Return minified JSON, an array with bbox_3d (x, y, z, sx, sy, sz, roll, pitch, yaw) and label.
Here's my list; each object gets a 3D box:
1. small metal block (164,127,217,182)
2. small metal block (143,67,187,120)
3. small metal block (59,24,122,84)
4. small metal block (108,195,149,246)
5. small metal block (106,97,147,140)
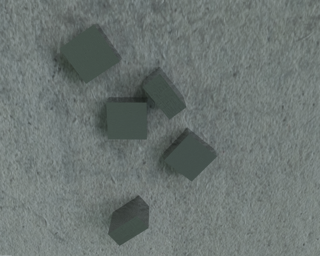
[{"bbox_3d":[0.041,0.036,0.424,0.050,0.025,0.050,38,105,-13],"label":"small metal block"},{"bbox_3d":[0.006,-0.044,0.380,0.025,0.050,0.050,-37,106,12],"label":"small metal block"},{"bbox_3d":[-0.083,-0.090,0.375,0.050,0.025,0.050,-32,108,10],"label":"small metal block"},{"bbox_3d":[-0.044,0.132,0.445,0.050,0.050,0.025,-35,107,11],"label":"small metal block"},{"bbox_3d":[-0.042,-0.013,0.405,0.050,0.025,0.050,0,110,-1],"label":"small metal block"}]
